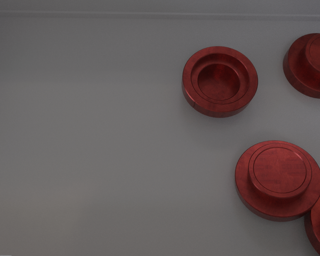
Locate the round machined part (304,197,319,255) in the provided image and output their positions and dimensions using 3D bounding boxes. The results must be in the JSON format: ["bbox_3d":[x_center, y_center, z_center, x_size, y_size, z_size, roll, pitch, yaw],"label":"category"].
[{"bbox_3d":[0.221,0.109,0.348,0.099,0.042,0.098,-1,53,1],"label":"round machined part"}]

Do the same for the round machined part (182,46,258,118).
[{"bbox_3d":[0.078,-0.058,0.422,0.099,0.042,0.098,0,70,0],"label":"round machined part"}]

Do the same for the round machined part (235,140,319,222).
[{"bbox_3d":[0.139,0.057,0.367,0.098,0.042,0.098,-6,58,10],"label":"round machined part"}]

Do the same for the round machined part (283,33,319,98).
[{"bbox_3d":[0.230,-0.094,0.436,0.099,0.042,0.098,0,70,0],"label":"round machined part"}]
